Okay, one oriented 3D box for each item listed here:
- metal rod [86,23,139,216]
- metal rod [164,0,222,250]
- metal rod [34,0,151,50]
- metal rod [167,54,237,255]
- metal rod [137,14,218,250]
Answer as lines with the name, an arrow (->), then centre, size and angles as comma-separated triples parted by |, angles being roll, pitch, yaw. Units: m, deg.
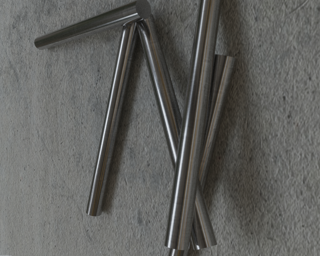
metal rod -> -0.072, -0.009, 0.464 | 0.025, 0.025, 0.298 | 21, 104, 38
metal rod -> 0.039, -0.028, 0.330 | 0.025, 0.025, 0.299 | 1, 77, 40
metal rod -> -0.125, -0.155, 0.487 | 0.300, 0.025, 0.025 | 4, 93, 46
metal rod -> 0.043, 0.064, 0.369 | 0.025, 0.025, 0.298 | 20, 102, 38
metal rod -> 0.013, -0.013, 0.370 | 0.025, 0.025, 0.299 | -30, 64, 36
